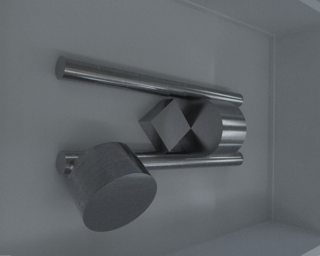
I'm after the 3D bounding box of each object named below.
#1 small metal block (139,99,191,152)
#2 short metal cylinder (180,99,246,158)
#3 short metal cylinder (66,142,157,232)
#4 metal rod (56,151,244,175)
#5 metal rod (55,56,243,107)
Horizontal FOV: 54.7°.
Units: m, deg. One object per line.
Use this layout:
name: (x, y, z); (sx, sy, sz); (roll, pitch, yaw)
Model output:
small metal block: (0.007, -0.004, 0.413); (0.050, 0.025, 0.050); (-45, 118, -31)
short metal cylinder: (0.071, 0.001, 0.431); (0.050, 0.080, 0.079); (2, 89, -40)
short metal cylinder: (-0.051, 0.061, 0.325); (0.081, 0.050, 0.079); (-21, 135, -23)
metal rod: (0.013, 0.044, 0.417); (0.302, 0.025, 0.025); (4, 88, -40)
metal rod: (0.012, -0.054, 0.416); (0.302, 0.025, 0.025); (4, 88, -40)
